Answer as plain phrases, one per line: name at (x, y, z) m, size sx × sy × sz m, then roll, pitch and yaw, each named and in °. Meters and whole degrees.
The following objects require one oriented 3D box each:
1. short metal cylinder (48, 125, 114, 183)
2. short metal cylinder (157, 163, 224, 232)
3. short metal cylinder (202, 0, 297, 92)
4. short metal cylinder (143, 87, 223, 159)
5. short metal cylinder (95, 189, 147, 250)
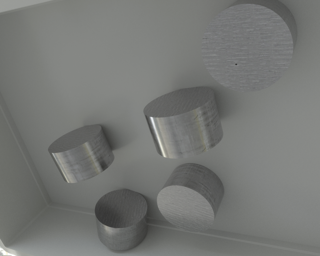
short metal cylinder at (-0.114, 0.036, 0.453) m, size 0.080 × 0.080 × 0.050 m, roll -7°, pitch 115°, yaw 31°
short metal cylinder at (0.043, 0.096, 0.428) m, size 0.080 × 0.050 × 0.079 m, roll 13°, pitch 124°, yaw 20°
short metal cylinder at (0.086, -0.081, 0.297) m, size 0.080 × 0.050 × 0.079 m, roll 13°, pitch 124°, yaw 20°
short metal cylinder at (0.027, -0.008, 0.353) m, size 0.080 × 0.080 × 0.050 m, roll -4°, pitch 117°, yaw 29°
short metal cylinder at (-0.060, 0.144, 0.492) m, size 0.080 × 0.080 × 0.050 m, roll 14°, pitch 124°, yaw 20°
